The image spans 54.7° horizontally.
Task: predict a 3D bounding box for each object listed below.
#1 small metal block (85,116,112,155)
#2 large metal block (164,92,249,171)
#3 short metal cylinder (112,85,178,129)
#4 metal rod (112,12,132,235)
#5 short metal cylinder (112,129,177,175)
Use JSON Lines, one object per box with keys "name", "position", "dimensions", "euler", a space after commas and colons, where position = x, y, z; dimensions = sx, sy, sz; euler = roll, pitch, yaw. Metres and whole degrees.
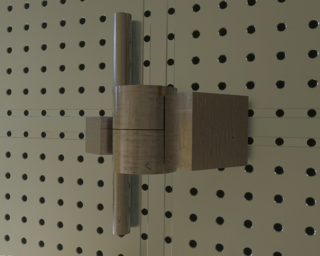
{"name": "small metal block", "position": [-0.081, 0.010, 0.425], "dimensions": [0.050, 0.025, 0.050], "euler": [0, 89, 54]}
{"name": "large metal block", "position": [0.053, 0.003, 0.353], "dimensions": [0.050, 0.081, 0.079], "euler": [2, 92, 58]}
{"name": "short metal cylinder", "position": [-0.019, -0.024, 0.385], "dimensions": [0.080, 0.080, 0.050], "euler": [1, 90, 20]}
{"name": "metal rod", "position": [-0.052, -0.006, 0.426], "dimensions": [0.025, 0.025, 0.298], "euler": [0, 90, 20]}
{"name": "short metal cylinder", "position": [-0.019, 0.027, 0.385], "dimensions": [0.080, 0.080, 0.050], "euler": [1, 90, 20]}
